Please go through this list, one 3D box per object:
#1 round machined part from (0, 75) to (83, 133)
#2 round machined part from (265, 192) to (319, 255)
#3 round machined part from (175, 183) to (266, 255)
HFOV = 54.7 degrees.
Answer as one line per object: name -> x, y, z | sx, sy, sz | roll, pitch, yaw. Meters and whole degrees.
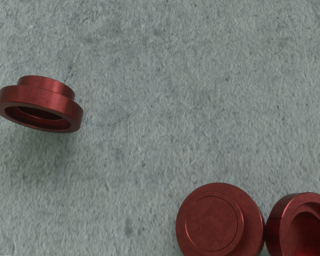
round machined part -> -0.143, -0.030, 0.379 | 0.099, 0.098, 0.042 | 7, 70, 2
round machined part -> 0.157, 0.122, 0.345 | 0.099, 0.042, 0.098 | 7, 73, -22
round machined part -> 0.062, 0.108, 0.340 | 0.098, 0.042, 0.098 | -12, 61, 22
